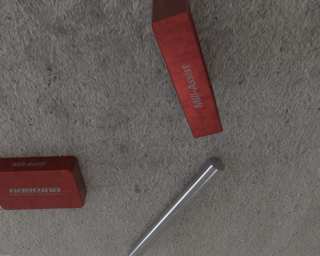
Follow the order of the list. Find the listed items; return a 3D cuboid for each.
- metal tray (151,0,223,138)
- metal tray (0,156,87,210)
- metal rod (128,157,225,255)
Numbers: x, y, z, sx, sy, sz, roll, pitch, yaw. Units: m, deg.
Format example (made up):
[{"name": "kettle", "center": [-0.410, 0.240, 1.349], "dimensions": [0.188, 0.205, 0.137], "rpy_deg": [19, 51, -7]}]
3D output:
[{"name": "metal tray", "center": [0.029, -0.065, 0.309], "dimensions": [0.030, 0.090, 0.130], "rpy_deg": [-15, 129, 12]}, {"name": "metal tray", "center": [-0.187, 0.086, 0.475], "dimensions": [0.131, 0.030, 0.089], "rpy_deg": [-2, 130, 1]}, {"name": "metal rod", "center": [0.015, 0.153, 0.537], "dimensions": [0.025, 0.025, 0.298], "rpy_deg": [21, 127, -17]}]
